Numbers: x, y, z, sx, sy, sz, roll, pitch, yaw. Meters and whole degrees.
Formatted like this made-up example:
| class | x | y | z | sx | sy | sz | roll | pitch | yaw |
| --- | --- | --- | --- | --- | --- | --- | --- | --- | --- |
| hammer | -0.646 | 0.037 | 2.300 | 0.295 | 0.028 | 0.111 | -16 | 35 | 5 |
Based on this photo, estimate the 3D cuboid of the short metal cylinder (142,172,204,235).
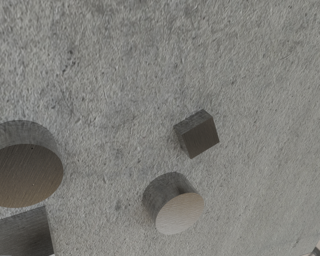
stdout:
| class | x | y | z | sx | sy | sz | roll | pitch | yaw |
| --- | --- | --- | --- | --- | --- | --- | --- | --- | --- |
| short metal cylinder | 0.020 | 0.114 | 0.472 | 0.081 | 0.050 | 0.079 | -14 | 124 | -21 |

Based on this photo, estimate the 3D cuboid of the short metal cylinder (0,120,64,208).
| class | x | y | z | sx | sy | sz | roll | pitch | yaw |
| --- | --- | --- | --- | --- | --- | --- | --- | --- | --- |
| short metal cylinder | -0.150 | 0.038 | 0.333 | 0.081 | 0.050 | 0.079 | -14 | 124 | -21 |

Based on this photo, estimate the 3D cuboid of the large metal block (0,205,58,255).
| class | x | y | z | sx | sy | sz | roll | pitch | yaw |
| --- | --- | --- | --- | --- | --- | --- | --- | --- | --- |
| large metal block | -0.169 | 0.151 | 0.372 | 0.081 | 0.080 | 0.050 | -15 | 125 | -20 |

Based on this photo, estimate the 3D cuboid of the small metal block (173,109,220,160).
| class | x | y | z | sx | sy | sz | roll | pitch | yaw |
| --- | --- | --- | --- | --- | --- | --- | --- | --- | --- |
| small metal block | 0.053 | 0.009 | 0.441 | 0.050 | 0.025 | 0.050 | -30 | 129 | -9 |
